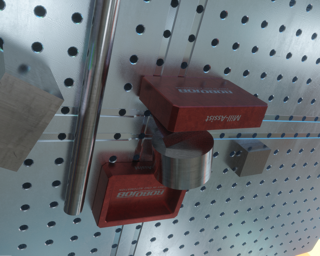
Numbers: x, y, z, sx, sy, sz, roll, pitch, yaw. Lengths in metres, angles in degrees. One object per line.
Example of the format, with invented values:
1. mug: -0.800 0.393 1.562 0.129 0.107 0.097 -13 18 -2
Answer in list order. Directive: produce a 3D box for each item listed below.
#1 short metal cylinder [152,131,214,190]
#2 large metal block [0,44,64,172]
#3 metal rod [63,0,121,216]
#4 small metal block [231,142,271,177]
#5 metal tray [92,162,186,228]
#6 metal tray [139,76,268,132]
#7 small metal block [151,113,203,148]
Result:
1. short metal cylinder: 0.030 0.036 0.414 0.081 0.080 0.050 -15 125 -20
2. large metal block: -0.139 -0.020 0.287 0.050 0.080 0.080 29 102 -38
3. metal rod: -0.080 -0.022 0.353 0.025 0.025 0.298 1 118 -29
4. small metal block: 0.155 0.053 0.529 0.050 0.025 0.050 -3 120 -27
5. metal tray: -0.025 0.095 0.452 0.131 0.030 0.089 2 118 -30
6. metal tray: 0.052 -0.032 0.377 0.131 0.090 0.030 -3 120 -27
7. small metal block: 0.020 -0.010 0.391 0.050 0.050 0.025 -23 145 -2
